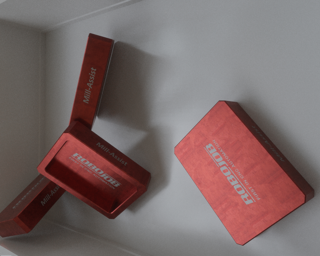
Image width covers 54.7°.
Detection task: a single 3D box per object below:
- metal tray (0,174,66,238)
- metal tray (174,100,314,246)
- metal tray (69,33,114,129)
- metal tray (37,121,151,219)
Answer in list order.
[{"bbox_3d":[-0.200,0.113,0.504,0.090,0.131,0.030,-21,112,37],"label":"metal tray"},{"bbox_3d":[0.083,0.045,0.334,0.090,0.030,0.130,-49,61,28],"label":"metal tray"},{"bbox_3d":[-0.097,-0.067,0.446,0.090,0.030,0.129,-113,38,-73],"label":"metal tray"},{"bbox_3d":[-0.090,0.061,0.425,0.130,0.030,0.090,38,121,-12],"label":"metal tray"}]
